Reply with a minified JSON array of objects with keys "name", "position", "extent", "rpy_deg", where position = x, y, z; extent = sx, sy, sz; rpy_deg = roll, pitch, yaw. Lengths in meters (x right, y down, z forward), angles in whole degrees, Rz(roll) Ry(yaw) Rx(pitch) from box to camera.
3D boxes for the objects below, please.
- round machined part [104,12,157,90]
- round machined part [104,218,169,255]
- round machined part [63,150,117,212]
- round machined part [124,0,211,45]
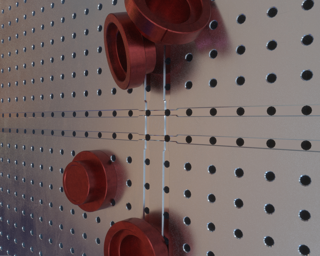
[{"name":"round machined part","position":[-0.038,-0.102,0.410],"extent":[0.098,0.042,0.097],"rpy_deg":[46,144,49]},{"name":"round machined part","position":[-0.028,0.171,0.419],"extent":[0.098,0.042,0.097],"rpy_deg":[0,90,39]},{"name":"round machined part","position":[-0.118,0.085,0.493],"extent":[0.098,0.042,0.097],"rpy_deg":[0,90,39]},{"name":"round machined part","position":[0.006,-0.137,0.362],"extent":[0.042,0.099,0.098],"rpy_deg":[-48,58,59]}]
